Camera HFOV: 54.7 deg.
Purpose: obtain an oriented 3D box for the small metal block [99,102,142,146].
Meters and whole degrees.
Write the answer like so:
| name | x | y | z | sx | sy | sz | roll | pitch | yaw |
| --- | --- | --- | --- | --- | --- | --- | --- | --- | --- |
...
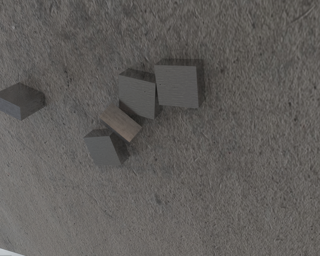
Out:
| name | x | y | z | sx | sy | sz | roll | pitch | yaw |
| --- | --- | --- | --- | --- | --- | --- | --- | --- | --- |
| small metal block | -0.052 | -0.004 | 0.415 | 0.050 | 0.025 | 0.050 | 40 | 169 | 1 |

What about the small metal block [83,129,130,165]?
| name | x | y | z | sx | sy | sz | roll | pitch | yaw |
| --- | --- | --- | --- | --- | --- | --- | --- | --- | --- |
| small metal block | -0.080 | 0.029 | 0.467 | 0.050 | 0.025 | 0.050 | -5 | 116 | 30 |

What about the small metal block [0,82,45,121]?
| name | x | y | z | sx | sy | sz | roll | pitch | yaw |
| --- | --- | --- | --- | --- | --- | --- | --- | --- | --- |
| small metal block | -0.216 | -0.042 | 0.479 | 0.050 | 0.050 | 0.025 | 24 | 127 | 13 |

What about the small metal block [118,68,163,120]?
| name | x | y | z | sx | sy | sz | roll | pitch | yaw |
| --- | --- | --- | --- | --- | --- | --- | --- | --- | --- |
| small metal block | -0.024 | -0.044 | 0.392 | 0.050 | 0.025 | 0.050 | 16 | 125 | 19 |

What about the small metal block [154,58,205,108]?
| name | x | y | z | sx | sy | sz | roll | pitch | yaw |
| --- | --- | --- | --- | --- | --- | --- | --- | --- | --- |
| small metal block | 0.024 | -0.053 | 0.362 | 0.050 | 0.025 | 0.050 | 7 | 122 | 24 |
